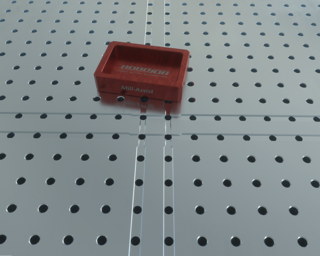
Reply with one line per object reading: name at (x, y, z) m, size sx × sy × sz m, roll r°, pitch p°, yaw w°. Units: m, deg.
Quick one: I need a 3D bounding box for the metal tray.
metal tray at (-0.025, -0.090, 0.479) m, size 0.131 × 0.030 × 0.090 m, roll 9°, pitch 50°, yaw 6°
